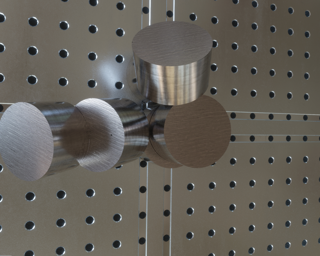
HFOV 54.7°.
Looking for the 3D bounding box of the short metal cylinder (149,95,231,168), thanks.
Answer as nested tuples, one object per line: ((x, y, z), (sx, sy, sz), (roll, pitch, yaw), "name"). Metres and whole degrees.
((0.033, 0.003, 0.356), (0.081, 0.050, 0.079), (0, 90, -20), "short metal cylinder")

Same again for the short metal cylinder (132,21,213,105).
((0.013, -0.070, 0.327), (0.081, 0.080, 0.050), (-25, 142, -18), "short metal cylinder")

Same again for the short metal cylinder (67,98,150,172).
((-0.059, 0.006, 0.354), (0.050, 0.080, 0.079), (-11, 95, -61), "short metal cylinder")

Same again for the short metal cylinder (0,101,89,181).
((-0.124, 0.011, 0.331), (0.050, 0.080, 0.079), (-12, 96, -62), "short metal cylinder")

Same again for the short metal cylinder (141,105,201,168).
((0.007, 0.009, 0.401), (0.081, 0.050, 0.079), (0, 90, -20), "short metal cylinder")

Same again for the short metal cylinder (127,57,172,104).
((0.002, -0.071, 0.399), (0.081, 0.050, 0.079), (0, 90, -20), "short metal cylinder")
